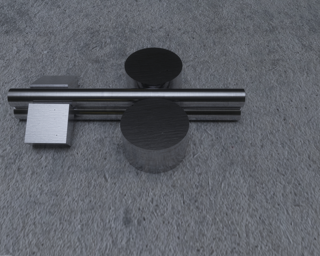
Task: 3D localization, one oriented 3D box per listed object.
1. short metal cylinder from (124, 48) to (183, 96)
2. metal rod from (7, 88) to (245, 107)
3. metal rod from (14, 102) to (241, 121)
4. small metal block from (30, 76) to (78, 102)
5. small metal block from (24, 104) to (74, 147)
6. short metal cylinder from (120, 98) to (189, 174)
[{"bbox_3d":[-0.009,-0.072,0.448,0.081,0.050,0.080,0,50,0],"label":"short metal cylinder"},{"bbox_3d":[-0.042,-0.040,0.405,0.302,0.025,0.025,0,50,0],"label":"metal rod"},{"bbox_3d":[-0.043,-0.023,0.424,0.302,0.025,0.025,0,50,0],"label":"metal rod"},{"bbox_3d":[-0.147,-0.056,0.438,0.050,0.025,0.050,0,23,0],"label":"small metal block"},{"bbox_3d":[-0.139,-0.003,0.393,0.050,0.025,0.050,1,77,0],"label":"small metal block"},{"bbox_3d":[-0.006,0.009,0.380,0.081,0.050,0.080,0,50,0],"label":"short metal cylinder"}]
